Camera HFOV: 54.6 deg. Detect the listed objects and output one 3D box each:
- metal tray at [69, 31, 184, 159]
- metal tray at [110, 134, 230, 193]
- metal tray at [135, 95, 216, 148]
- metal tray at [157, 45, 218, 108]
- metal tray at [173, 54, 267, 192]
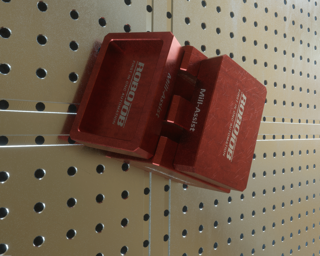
[{"bbox_3d":[-0.035,-0.039,0.333,0.030,0.090,0.130,38,65,-58],"label":"metal tray"},{"bbox_3d":[0.018,0.044,0.380,0.131,0.090,0.030,27,74,-37],"label":"metal tray"},{"bbox_3d":[0.031,0.001,0.390,0.131,0.090,0.030,25,73,-38],"label":"metal tray"},{"bbox_3d":[0.047,-0.055,0.404,0.131,0.090,0.030,26,74,-37],"label":"metal tray"},{"bbox_3d":[0.072,-0.003,0.347,0.090,0.030,0.130,26,74,-37],"label":"metal tray"}]
